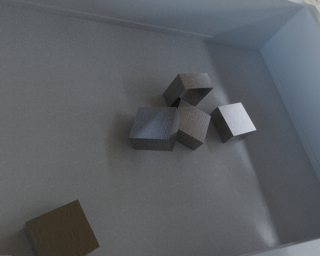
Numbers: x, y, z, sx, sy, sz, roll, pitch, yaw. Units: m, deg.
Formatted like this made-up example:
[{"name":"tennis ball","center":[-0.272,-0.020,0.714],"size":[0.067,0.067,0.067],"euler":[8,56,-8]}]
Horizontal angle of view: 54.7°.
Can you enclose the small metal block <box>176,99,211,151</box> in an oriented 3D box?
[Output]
[{"name":"small metal block","center":[0.039,-0.004,0.431],"size":[0.050,0.025,0.050],"euler":[29,52,-10]}]

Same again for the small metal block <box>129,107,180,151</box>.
[{"name":"small metal block","center":[-0.006,0.000,0.387],"size":[0.050,0.025,0.050],"euler":[1,52,17]}]

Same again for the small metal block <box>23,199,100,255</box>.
[{"name":"small metal block","center":[-0.093,0.104,0.293],"size":[0.050,0.025,0.050],"euler":[-19,72,-36]}]

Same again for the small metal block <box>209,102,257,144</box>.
[{"name":"small metal block","center":[0.111,-0.008,0.473],"size":[0.050,0.025,0.050],"euler":[-12,68,-33]}]

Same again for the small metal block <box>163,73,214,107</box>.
[{"name":"small metal block","center":[0.040,-0.054,0.446],"size":[0.050,0.050,0.025],"euler":[-7,66,-32]}]
